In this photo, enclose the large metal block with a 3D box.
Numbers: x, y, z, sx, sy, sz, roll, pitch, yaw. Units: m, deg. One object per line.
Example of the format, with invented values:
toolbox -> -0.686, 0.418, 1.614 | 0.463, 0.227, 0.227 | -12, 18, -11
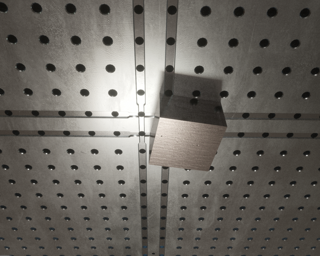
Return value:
large metal block -> 0.032, 0.007, 0.402 | 0.081, 0.050, 0.079 | 8, 130, -7
